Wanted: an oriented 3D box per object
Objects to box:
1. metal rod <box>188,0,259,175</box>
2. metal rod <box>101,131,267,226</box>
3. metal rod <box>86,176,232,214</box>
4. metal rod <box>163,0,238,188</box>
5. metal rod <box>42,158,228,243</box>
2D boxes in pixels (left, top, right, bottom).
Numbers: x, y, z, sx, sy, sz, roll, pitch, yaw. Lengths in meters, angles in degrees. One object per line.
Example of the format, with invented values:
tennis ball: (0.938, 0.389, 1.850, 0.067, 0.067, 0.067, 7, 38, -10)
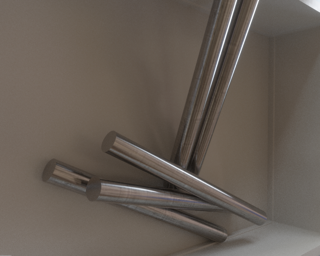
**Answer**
metal rod: (0.080, -0.067, 0.393, 0.025, 0.025, 0.298, -5, 119, -40)
metal rod: (0.053, 0.079, 0.410, 0.301, 0.025, 0.025, 31, 71, -34)
metal rod: (0.034, 0.097, 0.417, 0.302, 0.025, 0.025, 20, 78, -45)
metal rod: (0.050, -0.055, 0.372, 0.025, 0.025, 0.298, -5, 118, -40)
metal rod: (-0.008, 0.106, 0.402, 0.301, 0.025, 0.025, 31, 71, -36)
